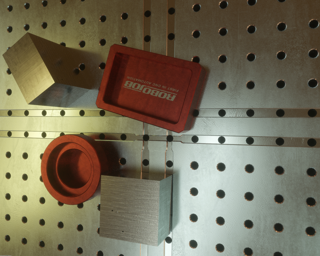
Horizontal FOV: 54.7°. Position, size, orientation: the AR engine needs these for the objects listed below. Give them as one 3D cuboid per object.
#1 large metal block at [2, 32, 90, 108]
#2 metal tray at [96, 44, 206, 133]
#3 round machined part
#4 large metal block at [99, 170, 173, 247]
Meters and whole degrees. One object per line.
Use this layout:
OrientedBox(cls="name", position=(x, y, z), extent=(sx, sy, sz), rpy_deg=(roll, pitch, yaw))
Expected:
OrientedBox(cls="large metal block", position=(-0.158, -0.078, 0.439), extent=(0.050, 0.080, 0.080), rpy_deg=(-34, 79, 17))
OrientedBox(cls="metal tray", position=(-0.014, -0.053, 0.414), extent=(0.130, 0.030, 0.089), rpy_deg=(18, 96, 19))
OrientedBox(cls="round machined part", position=(-0.117, 0.057, 0.445), extent=(0.098, 0.042, 0.097), rpy_deg=(0, 90, 20))
OrientedBox(cls="large metal block", position=(-0.031, 0.102, 0.410), extent=(0.080, 0.050, 0.080), rpy_deg=(2, 91, 20))
